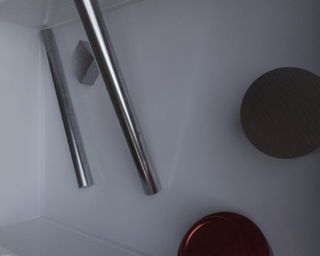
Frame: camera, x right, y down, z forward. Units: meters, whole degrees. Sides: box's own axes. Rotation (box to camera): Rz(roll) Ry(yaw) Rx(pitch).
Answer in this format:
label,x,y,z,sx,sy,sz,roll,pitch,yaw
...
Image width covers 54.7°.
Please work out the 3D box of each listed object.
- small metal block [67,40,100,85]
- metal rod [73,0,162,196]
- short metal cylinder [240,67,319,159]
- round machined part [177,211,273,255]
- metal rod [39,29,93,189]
label,x,y,z,sx,sy,sz,roll,pitch,yaw
small metal block,-0.119,-0.105,0.502,0.050,0.025,0.050,51,120,27
metal rod,-0.054,-0.052,0.371,0.025,0.025,0.298,-3,113,40
short metal cylinder,0.123,-0.013,0.288,0.080,0.050,0.079,0,90,39
round machined part,0.060,0.129,0.313,0.098,0.042,0.098,-21,41,20
metal rod,-0.167,-0.041,0.541,0.025,0.025,0.299,-30,72,36
